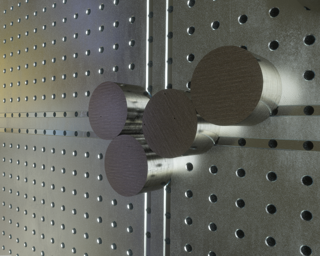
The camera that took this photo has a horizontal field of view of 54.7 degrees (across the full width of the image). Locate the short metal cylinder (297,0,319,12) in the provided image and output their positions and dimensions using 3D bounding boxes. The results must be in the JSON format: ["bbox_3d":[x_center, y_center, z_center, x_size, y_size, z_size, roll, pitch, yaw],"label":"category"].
[{"bbox_3d":[0.148,-0.149,0.271,0.080,0.050,0.079,0,90,40],"label":"short metal cylinder"}]

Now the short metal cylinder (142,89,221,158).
[{"bbox_3d":[0.025,-0.005,0.372,0.080,0.050,0.079,0,90,40],"label":"short metal cylinder"}]

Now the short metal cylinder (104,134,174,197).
[{"bbox_3d":[-0.029,0.048,0.417,0.080,0.050,0.079,0,90,40],"label":"short metal cylinder"}]

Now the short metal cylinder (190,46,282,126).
[{"bbox_3d":[0.080,-0.042,0.327,0.080,0.050,0.080,0,90,40],"label":"short metal cylinder"}]

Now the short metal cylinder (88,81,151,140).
[{"bbox_3d":[-0.056,-0.024,0.440,0.080,0.050,0.079,0,90,40],"label":"short metal cylinder"}]
